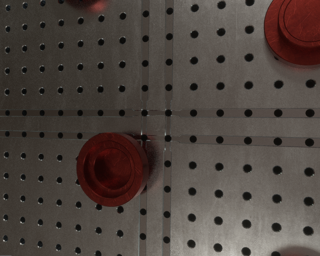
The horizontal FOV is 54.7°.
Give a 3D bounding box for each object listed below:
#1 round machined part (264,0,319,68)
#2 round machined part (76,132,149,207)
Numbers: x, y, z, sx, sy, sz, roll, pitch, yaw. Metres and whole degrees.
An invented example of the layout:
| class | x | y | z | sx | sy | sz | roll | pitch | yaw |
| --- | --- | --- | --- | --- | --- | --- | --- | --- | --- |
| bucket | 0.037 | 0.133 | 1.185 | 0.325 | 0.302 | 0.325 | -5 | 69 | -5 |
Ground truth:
| class | x | y | z | sx | sy | sz | roll | pitch | yaw |
| --- | --- | --- | --- | --- | --- | --- | --- | --- | --- |
| round machined part | 0.167 | -0.119 | 0.345 | 0.098 | 0.042 | 0.097 | 0 | 90 | 19 |
| round machined part | -0.061 | 0.054 | 0.424 | 0.098 | 0.042 | 0.097 | 0 | 90 | 19 |
